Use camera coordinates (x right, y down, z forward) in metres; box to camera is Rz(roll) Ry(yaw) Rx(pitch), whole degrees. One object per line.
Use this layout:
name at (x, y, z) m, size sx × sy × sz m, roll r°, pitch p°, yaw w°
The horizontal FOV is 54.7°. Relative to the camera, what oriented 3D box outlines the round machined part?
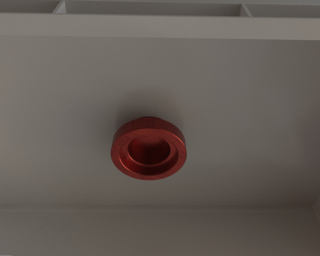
round machined part at (-0.015, 0.023, 0.418) m, size 0.099 × 0.042 × 0.097 m, roll -1°, pitch 130°, yaw 0°
